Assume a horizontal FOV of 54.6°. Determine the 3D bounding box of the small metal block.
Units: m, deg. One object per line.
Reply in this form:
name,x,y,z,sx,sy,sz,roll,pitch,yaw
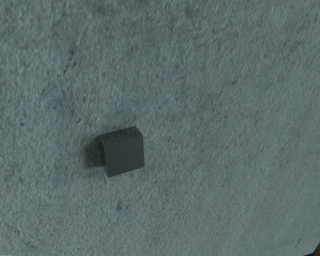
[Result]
small metal block,-0.049,0.030,0.398,0.050,0.025,0.050,-14,124,-20
